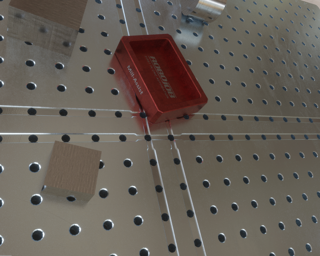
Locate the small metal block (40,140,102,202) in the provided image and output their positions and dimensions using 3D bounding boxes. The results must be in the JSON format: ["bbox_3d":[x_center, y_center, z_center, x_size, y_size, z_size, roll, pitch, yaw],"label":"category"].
[{"bbox_3d":[-0.094,0.046,0.330,0.050,0.025,0.050,16,55,-19],"label":"small metal block"}]

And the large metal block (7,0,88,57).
[{"bbox_3d":[-0.144,-0.151,0.407,0.081,0.050,0.080,16,55,-19],"label":"large metal block"}]

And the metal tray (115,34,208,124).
[{"bbox_3d":[0.002,-0.077,0.452,0.091,0.030,0.130,-15,70,-34],"label":"metal tray"}]

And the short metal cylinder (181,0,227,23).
[{"bbox_3d":[0.079,-0.238,0.561,0.050,0.080,0.080,8,58,-24],"label":"short metal cylinder"}]
